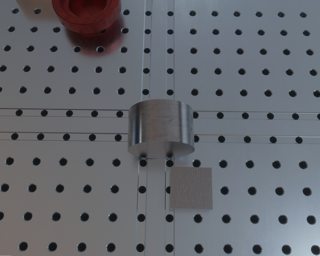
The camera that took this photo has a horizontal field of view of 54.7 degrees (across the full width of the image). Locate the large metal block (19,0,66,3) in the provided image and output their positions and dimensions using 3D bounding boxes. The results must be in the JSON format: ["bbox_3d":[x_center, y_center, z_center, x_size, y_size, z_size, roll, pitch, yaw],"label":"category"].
[{"bbox_3d":[-0.190,-0.250,0.488,0.080,0.050,0.080,3,70,1],"label":"large metal block"}]

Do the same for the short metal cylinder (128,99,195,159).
[{"bbox_3d":[0.001,0.004,0.381,0.081,0.080,0.050,0,70,0],"label":"short metal cylinder"}]

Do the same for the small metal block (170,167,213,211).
[{"bbox_3d":[0.038,0.076,0.384,0.050,0.025,0.050,2,70,0],"label":"small metal block"}]

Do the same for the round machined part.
[{"bbox_3d":[-0.107,-0.183,0.469,0.099,0.042,0.098,0,70,0],"label":"round machined part"}]
